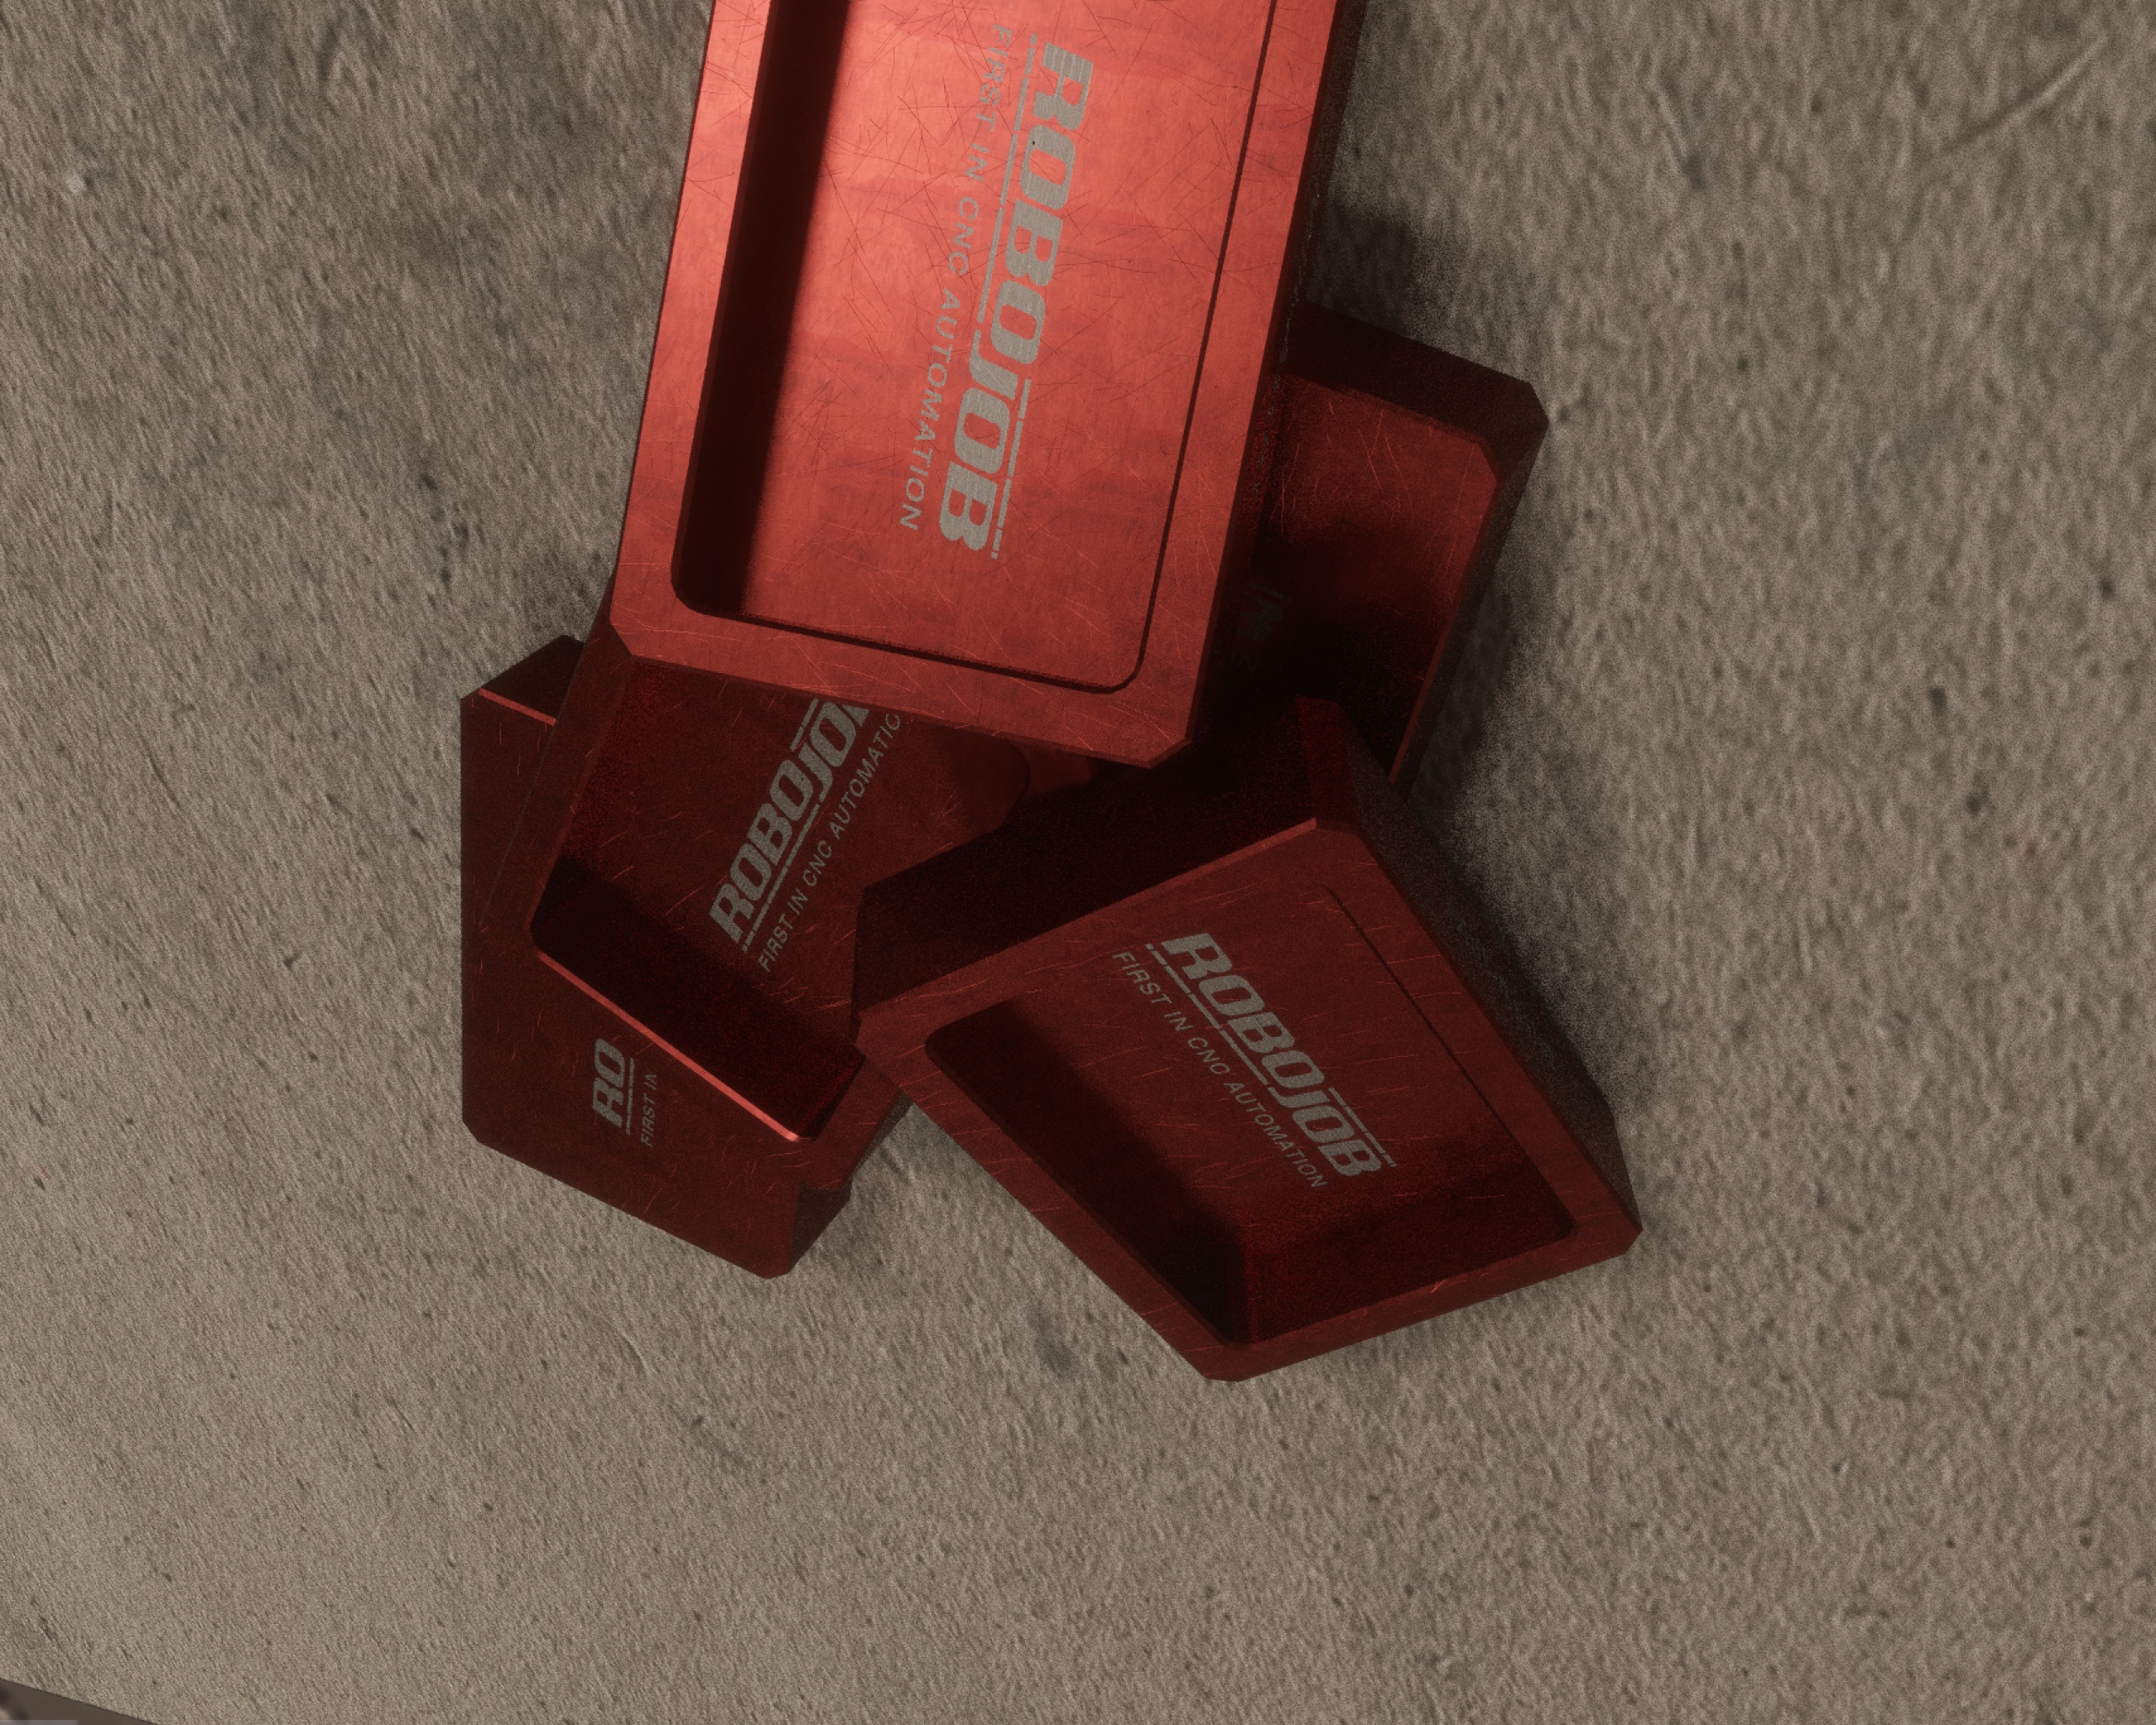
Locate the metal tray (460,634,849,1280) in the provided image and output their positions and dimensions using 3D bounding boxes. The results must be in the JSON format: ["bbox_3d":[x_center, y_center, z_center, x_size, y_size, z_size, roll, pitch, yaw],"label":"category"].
[{"bbox_3d":[-0.091,0.024,0.465,0.090,0.030,0.129,22,127,14],"label":"metal tray"}]

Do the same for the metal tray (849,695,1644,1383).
[{"bbox_3d":[0.033,0.038,0.366,0.090,0.030,0.130,-24,131,19],"label":"metal tray"}]

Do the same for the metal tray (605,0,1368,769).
[{"bbox_3d":[-0.013,-0.086,0.313,0.090,0.030,0.129,12,96,9],"label":"metal tray"}]

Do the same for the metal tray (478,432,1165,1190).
[{"bbox_3d":[-0.052,-0.007,0.388,0.090,0.030,0.129,36,129,4],"label":"metal tray"}]

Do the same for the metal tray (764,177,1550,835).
[{"bbox_3d":[0.004,-0.060,0.365,0.130,0.030,0.089,24,127,13],"label":"metal tray"}]
